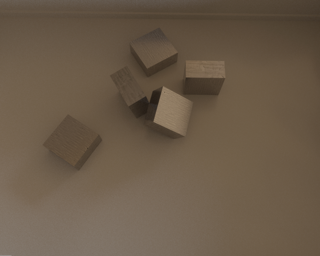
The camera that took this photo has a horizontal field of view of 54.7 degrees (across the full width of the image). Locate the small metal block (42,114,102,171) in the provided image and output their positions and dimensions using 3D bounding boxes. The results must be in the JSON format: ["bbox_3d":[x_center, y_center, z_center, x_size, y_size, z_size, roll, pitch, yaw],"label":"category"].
[{"bbox_3d":[-0.112,0.019,0.402,0.050,0.025,0.050,32,73,11],"label":"small metal block"}]

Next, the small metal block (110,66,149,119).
[{"bbox_3d":[-0.037,-0.046,0.411,0.025,0.050,0.050,-31,73,-2],"label":"small metal block"}]

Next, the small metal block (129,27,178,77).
[{"bbox_3d":[-0.009,-0.110,0.450,0.050,0.025,0.050,-30,73,-11],"label":"small metal block"}]

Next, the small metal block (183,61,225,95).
[{"bbox_3d":[0.058,-0.067,0.421,0.050,0.050,0.025,1,70,0],"label":"small metal block"}]

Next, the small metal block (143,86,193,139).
[{"bbox_3d":[0.012,-0.019,0.404,0.050,0.025,0.050,25,68,-27],"label":"small metal block"}]
